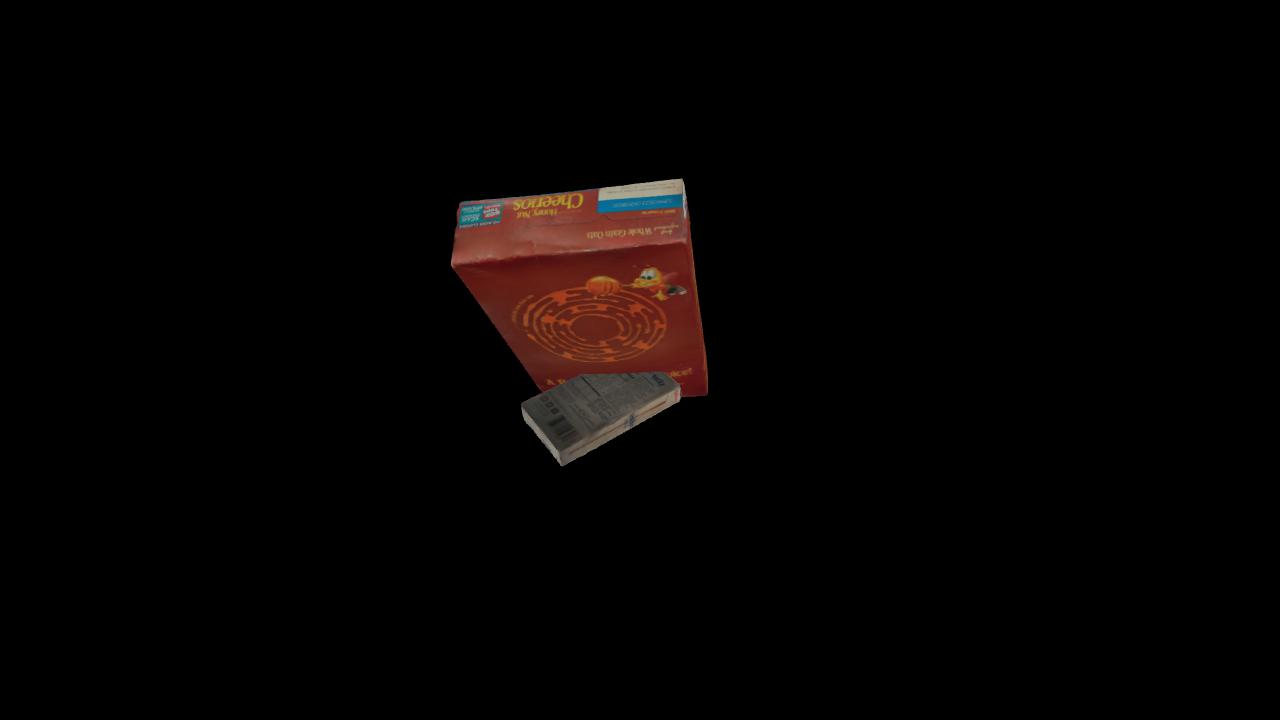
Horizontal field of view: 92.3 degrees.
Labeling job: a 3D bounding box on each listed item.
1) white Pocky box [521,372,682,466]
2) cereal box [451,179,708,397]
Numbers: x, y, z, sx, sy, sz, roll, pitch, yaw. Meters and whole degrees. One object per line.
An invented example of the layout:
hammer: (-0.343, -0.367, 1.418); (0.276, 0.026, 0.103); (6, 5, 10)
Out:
white Pocky box: (-0.041, 0.046, 0.662); (0.154, 0.028, 0.084); (-26, 47, -25)
cereal box: (-0.038, -0.049, 0.643); (0.203, 0.081, 0.306); (-5, -29, 8)
